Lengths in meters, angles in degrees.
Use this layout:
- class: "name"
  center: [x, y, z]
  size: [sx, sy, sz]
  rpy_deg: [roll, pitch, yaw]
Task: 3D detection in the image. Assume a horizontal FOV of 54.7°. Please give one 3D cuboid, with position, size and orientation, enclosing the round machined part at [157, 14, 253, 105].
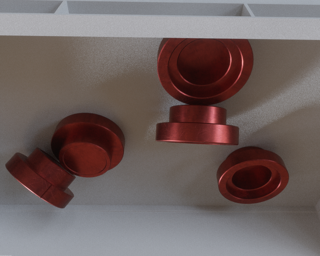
- class: "round machined part"
  center: [0.046, -0.075, 0.334]
  size: [0.099, 0.042, 0.097]
  rpy_deg: [0, 130, 0]

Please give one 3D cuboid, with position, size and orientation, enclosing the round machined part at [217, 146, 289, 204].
- class: "round machined part"
  center: [0.132, 0.065, 0.454]
  size: [0.099, 0.042, 0.097]
  rpy_deg: [0, 130, 0]

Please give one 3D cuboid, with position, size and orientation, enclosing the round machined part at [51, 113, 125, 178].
- class: "round machined part"
  center: [-0.099, 0.030, 0.423]
  size: [0.099, 0.042, 0.097]
  rpy_deg: [0, 130, 0]

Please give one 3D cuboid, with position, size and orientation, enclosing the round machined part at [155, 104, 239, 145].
- class: "round machined part"
  center: [0.045, -0.003, 0.373]
  size: [0.099, 0.098, 0.042]
  rpy_deg: [3, 86, -3]

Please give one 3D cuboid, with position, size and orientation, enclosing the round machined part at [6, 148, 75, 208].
- class: "round machined part"
  center: [-0.157, 0.064, 0.427]
  size: [0.042, 0.098, 0.098]
  rpy_deg: [-51, 123, -12]
